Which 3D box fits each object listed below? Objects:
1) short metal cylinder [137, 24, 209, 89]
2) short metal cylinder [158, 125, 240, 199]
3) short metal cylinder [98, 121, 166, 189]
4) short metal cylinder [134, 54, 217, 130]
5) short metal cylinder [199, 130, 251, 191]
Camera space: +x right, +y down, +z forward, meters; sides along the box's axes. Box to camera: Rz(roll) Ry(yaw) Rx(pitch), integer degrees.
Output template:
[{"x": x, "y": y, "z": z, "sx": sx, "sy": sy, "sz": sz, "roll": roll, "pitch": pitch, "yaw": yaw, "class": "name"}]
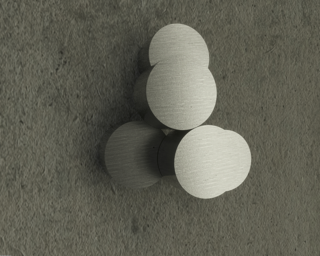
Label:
[{"x": 0.016, "y": -0.088, "z": 0.403, "sx": 0.081, "sy": 0.050, "sz": 0.080, "roll": 0, "pitch": 90, "yaw": -20, "class": "short metal cylinder"}, {"x": 0.044, "y": 0.037, "z": 0.359, "sx": 0.081, "sy": 0.050, "sz": 0.080, "roll": 0, "pitch": 90, "yaw": -21, "class": "short metal cylinder"}, {"x": -0.033, "y": 0.031, "z": 0.385, "sx": 0.081, "sy": 0.050, "sz": 0.080, "roll": 0, "pitch": 90, "yaw": -20, "class": "short metal cylinder"}, {"x": 0.016, "y": -0.038, "z": 0.349, "sx": 0.081, "sy": 0.050, "sz": 0.080, "roll": 0, "pitch": 90, "yaw": -20, "class": "short metal cylinder"}, {"x": 0.076, "y": 0.042, "z": 0.424, "sx": 0.081, "sy": 0.050, "sz": 0.080, "roll": 0, "pitch": 90, "yaw": -20, "class": "short metal cylinder"}]
